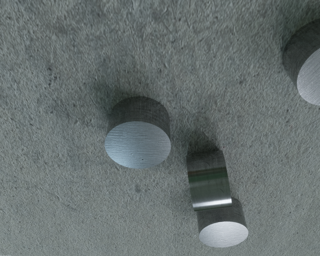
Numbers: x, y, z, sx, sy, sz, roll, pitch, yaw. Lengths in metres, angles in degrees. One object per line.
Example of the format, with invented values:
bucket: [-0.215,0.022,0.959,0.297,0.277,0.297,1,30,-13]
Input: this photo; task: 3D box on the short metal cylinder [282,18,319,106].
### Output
short metal cylinder: [0.180,-0.071,0.332,0.081,0.050,0.079,0,130,0]

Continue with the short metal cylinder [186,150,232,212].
short metal cylinder: [0.068,0.074,0.434,0.050,0.080,0.080,-9,130,7]

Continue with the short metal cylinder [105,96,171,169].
short metal cylinder: [-0.027,0.007,0.396,0.081,0.050,0.079,0,130,0]

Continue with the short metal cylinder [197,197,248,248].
short metal cylinder: [0.105,0.160,0.528,0.081,0.050,0.079,0,130,0]
